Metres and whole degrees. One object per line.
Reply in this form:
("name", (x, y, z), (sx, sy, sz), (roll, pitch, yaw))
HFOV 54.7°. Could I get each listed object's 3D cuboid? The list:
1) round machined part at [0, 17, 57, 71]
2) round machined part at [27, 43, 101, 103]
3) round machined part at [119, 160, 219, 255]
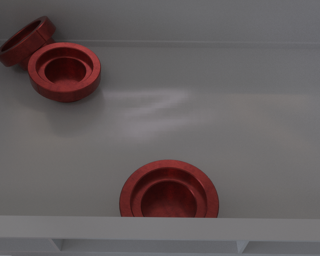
("round machined part", (-0.200, -0.126, 0.481), (0.098, 0.042, 0.098), (-22, 38, 19))
("round machined part", (-0.136, -0.075, 0.449), (0.099, 0.042, 0.098), (6, 55, -8))
("round machined part", (0.009, 0.084, 0.322), (0.099, 0.042, 0.098), (0, 49, 0))
